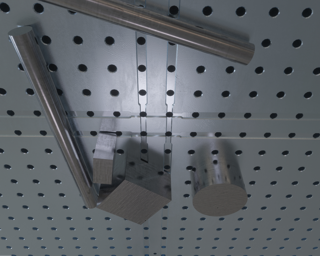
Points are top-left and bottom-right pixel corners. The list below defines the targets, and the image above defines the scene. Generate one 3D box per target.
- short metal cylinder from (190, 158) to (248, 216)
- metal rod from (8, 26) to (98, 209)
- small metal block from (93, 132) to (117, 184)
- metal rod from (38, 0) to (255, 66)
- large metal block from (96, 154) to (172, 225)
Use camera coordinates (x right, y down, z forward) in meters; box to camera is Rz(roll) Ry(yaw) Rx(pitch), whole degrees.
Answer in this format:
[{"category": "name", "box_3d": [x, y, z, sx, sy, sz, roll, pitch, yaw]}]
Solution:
[{"category": "short metal cylinder", "box_3d": [0.088, 0.091, 0.474, 0.081, 0.050, 0.079, 0, 130, 0]}, {"category": "metal rod", "box_3d": [-0.129, 0.011, 0.419, 0.025, 0.025, 0.298, -5, 130, 4]}, {"category": "small metal block", "box_3d": [-0.076, 0.042, 0.430, 0.025, 0.050, 0.050, 6, 130, -5]}, {"category": "metal rod", "box_3d": [-0.045, -0.117, 0.311, 0.302, 0.025, 0.025, 14, 129, -12]}, {"category": "large metal block", "box_3d": [-0.039, 0.097, 0.477, 0.080, 0.050, 0.080, 29, 124, -23]}]
